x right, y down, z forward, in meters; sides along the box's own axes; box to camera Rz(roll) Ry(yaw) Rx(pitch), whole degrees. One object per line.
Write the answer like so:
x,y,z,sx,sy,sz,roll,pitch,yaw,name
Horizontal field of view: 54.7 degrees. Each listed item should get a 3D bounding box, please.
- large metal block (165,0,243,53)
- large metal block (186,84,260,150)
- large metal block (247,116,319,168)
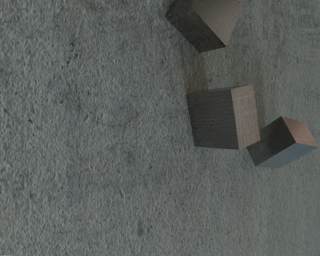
0.065,-0.168,0.442,0.080,0.050,0.080,35,68,-34,large metal block
0.090,-0.016,0.444,0.050,0.080,0.079,-17,101,-39,large metal block
0.208,0.028,0.533,0.081,0.080,0.050,9,51,-40,large metal block
